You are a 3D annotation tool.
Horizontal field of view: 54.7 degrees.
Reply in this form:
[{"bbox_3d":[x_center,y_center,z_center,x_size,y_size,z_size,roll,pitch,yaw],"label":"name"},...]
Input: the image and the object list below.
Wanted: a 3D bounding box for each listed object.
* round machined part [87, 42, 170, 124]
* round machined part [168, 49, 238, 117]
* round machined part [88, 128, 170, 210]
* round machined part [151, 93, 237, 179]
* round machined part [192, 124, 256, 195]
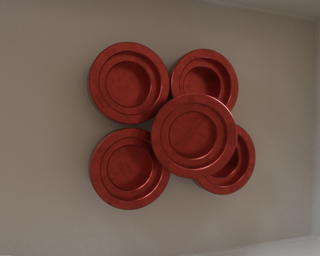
[{"bbox_3d":[-0.041,-0.053,0.385,0.099,0.042,0.097,0,90,-21],"label":"round machined part"},{"bbox_3d":[0.053,-0.054,0.420,0.099,0.042,0.097,0,90,-21],"label":"round machined part"},{"bbox_3d":[-0.040,0.048,0.386,0.099,0.042,0.097,0,90,-21],"label":"round machined part"},{"bbox_3d":[0.038,0.008,0.370,0.099,0.042,0.097,0,95,-2],"label":"round machined part"},{"bbox_3d":[0.079,0.040,0.431,0.099,0.042,0.097,0,90,-21],"label":"round machined part"}]
